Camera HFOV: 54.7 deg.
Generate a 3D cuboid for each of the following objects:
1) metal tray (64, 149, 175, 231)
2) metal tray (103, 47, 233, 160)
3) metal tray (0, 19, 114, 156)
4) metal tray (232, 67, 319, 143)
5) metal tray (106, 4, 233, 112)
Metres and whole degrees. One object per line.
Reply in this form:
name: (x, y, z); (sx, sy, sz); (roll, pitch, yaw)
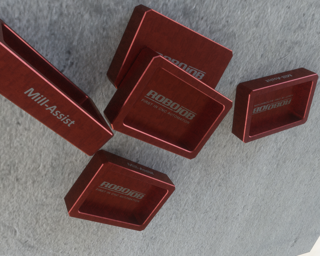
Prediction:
metal tray: (-0.052, 0.092, 0.432); (0.131, 0.030, 0.090); (27, 103, -38)
metal tray: (0.013, -0.022, 0.359); (0.131, 0.030, 0.090); (24, 106, -37)
metal tray: (-0.106, -0.038, 0.283); (0.030, 0.090, 0.130); (-44, 130, 2)
metal tray: (0.177, -0.036, 0.480); (0.131, 0.030, 0.089); (-16, 125, -20)
metal tray: (0.015, -0.075, 0.367); (0.131, 0.030, 0.089); (14, 111, -35)
